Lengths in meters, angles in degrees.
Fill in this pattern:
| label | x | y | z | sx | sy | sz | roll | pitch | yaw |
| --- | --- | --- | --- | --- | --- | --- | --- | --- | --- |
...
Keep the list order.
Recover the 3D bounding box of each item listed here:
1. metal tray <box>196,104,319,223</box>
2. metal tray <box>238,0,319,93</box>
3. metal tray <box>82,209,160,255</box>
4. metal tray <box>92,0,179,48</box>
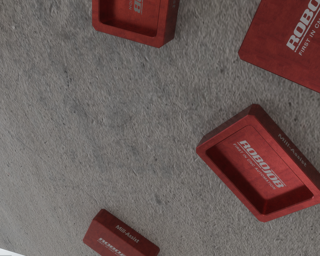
| label | x | y | z | sx | sy | sz | roll | pitch | yaw |
| --- | --- | --- | --- | --- | --- | --- | --- | --- | --- |
| metal tray | 0.118 | 0.046 | 0.369 | 0.130 | 0.030 | 0.090 | 47 | 129 | -5 |
| metal tray | 0.136 | -0.105 | 0.267 | 0.090 | 0.030 | 0.129 | 27 | 128 | 11 |
| metal tray | -0.075 | 0.219 | 0.579 | 0.130 | 0.030 | 0.089 | 33 | 129 | 6 |
| metal tray | -0.024 | -0.158 | 0.318 | 0.090 | 0.030 | 0.129 | 20 | 126 | 16 |
